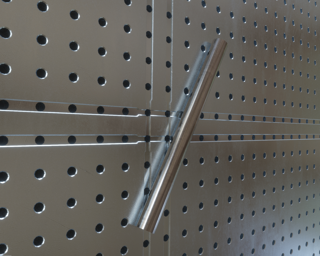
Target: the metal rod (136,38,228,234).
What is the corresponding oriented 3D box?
[{"bbox_3d":[0.038,-0.002,0.439,0.025,0.025,0.300,36,68,-34],"label":"metal rod"}]
